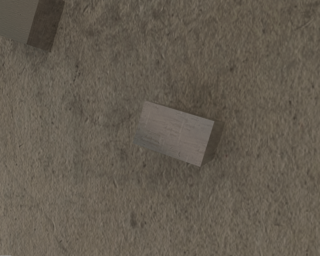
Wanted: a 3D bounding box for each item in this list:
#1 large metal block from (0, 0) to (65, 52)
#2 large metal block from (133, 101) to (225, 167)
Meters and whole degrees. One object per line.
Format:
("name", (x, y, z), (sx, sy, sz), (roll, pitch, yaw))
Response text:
("large metal block", (-0.201, -0.169, 0.465), (0.080, 0.050, 0.080), (21, 97, 18))
("large metal block", (0.026, 0.005, 0.370), (0.080, 0.080, 0.050), (18, 96, 19))
